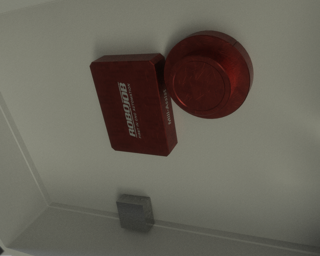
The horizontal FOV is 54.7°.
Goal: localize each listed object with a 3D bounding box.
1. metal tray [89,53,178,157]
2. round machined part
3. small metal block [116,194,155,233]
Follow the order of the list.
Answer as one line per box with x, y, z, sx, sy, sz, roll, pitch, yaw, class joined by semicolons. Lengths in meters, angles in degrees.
-0.032;-0.028;0.403;0.090;0.030;0.129;4;120;25;metal tray
0.048;-0.053;0.339;0.098;0.042;0.097;13;124;20;round machined part
-0.040;0.139;0.509;0.050;0.025;0.050;0;108;27;small metal block
